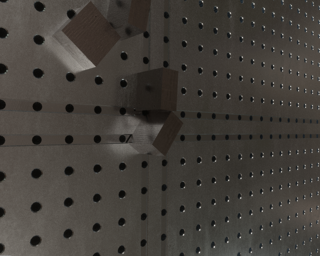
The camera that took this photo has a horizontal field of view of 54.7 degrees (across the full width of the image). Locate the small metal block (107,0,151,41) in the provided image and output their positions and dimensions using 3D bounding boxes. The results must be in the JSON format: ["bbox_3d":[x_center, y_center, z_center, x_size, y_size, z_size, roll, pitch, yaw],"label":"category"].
[{"bbox_3d":[-0.038,-0.135,0.363,0.025,0.050,0.050,15,81,-40],"label":"small metal block"}]

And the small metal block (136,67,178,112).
[{"bbox_3d":[-0.004,-0.046,0.391,0.025,0.050,0.050,5,87,-40],"label":"small metal block"}]

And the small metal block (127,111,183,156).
[{"bbox_3d":[-0.006,0.006,0.390,0.025,0.050,0.050,45,63,-31],"label":"small metal block"}]

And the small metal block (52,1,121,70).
[{"bbox_3d":[-0.080,-0.101,0.343,0.050,0.025,0.050,48,62,-30],"label":"small metal block"}]
